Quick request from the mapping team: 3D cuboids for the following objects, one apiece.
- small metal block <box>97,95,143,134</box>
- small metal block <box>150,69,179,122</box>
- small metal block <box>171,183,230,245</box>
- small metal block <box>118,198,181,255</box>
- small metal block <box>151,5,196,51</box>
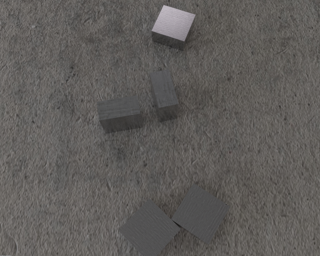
[{"bbox_3d":[-0.050,-0.016,0.400,0.050,0.050,0.025,-10,71,-4],"label":"small metal block"},{"bbox_3d":[0.005,-0.041,0.410,0.025,0.050,0.050,-13,71,-4],"label":"small metal block"},{"bbox_3d":[0.047,0.103,0.371,0.050,0.025,0.050,32,73,10],"label":"small metal block"},{"bbox_3d":[-0.012,0.120,0.364,0.050,0.025,0.050,42,75,14],"label":"small metal block"},{"bbox_3d":[0.020,-0.149,0.463,0.050,0.025,0.050,20,71,7],"label":"small metal block"}]
